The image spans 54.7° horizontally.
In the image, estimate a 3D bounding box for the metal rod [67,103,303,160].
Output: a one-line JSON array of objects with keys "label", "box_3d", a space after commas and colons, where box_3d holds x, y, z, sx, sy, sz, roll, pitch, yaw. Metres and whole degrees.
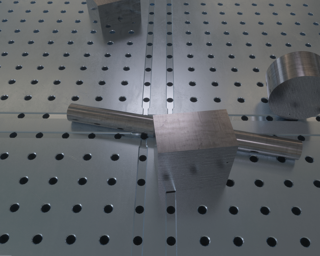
[{"label": "metal rod", "box_3d": [0.025, 0.003, 0.404, 0.301, 0.025, 0.025, 10, 51, 8]}]

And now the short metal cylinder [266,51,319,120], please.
[{"label": "short metal cylinder", "box_3d": [0.188, -0.056, 0.421, 0.080, 0.080, 0.050, 6, 50, 5]}]

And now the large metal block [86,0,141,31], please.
[{"label": "large metal block", "box_3d": [-0.090, -0.237, 0.590, 0.081, 0.050, 0.080, -21, 53, -17]}]

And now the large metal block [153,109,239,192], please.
[{"label": "large metal block", "box_3d": [0.035, 0.027, 0.349, 0.081, 0.080, 0.050, -5, 50, -4]}]
